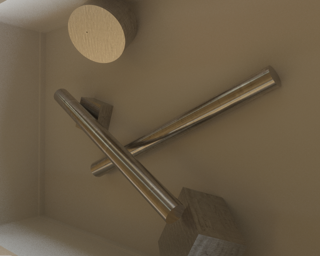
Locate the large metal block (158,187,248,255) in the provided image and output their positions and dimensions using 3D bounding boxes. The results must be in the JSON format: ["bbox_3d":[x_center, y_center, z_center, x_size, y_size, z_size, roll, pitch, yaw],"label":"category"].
[{"bbox_3d":[0.039,0.123,0.330,0.080,0.050,0.079,-107,37,-69],"label":"large metal block"}]

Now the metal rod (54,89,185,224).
[{"bbox_3d":[-0.074,0.018,0.415,0.300,0.025,0.025,39,114,40],"label":"metal rod"}]

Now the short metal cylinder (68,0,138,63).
[{"bbox_3d":[-0.077,-0.137,0.425,0.080,0.050,0.079,10,132,12],"label":"short metal cylinder"}]

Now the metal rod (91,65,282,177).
[{"bbox_3d":[0.009,0.006,0.397,0.299,0.025,0.025,-29,72,36],"label":"metal rod"}]

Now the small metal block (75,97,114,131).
[{"bbox_3d":[-0.104,-0.018,0.490,0.050,0.025,0.050,22,104,37],"label":"small metal block"}]
